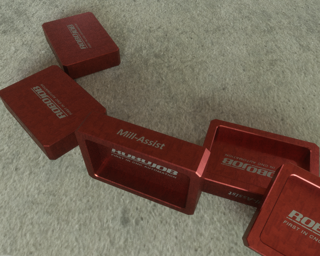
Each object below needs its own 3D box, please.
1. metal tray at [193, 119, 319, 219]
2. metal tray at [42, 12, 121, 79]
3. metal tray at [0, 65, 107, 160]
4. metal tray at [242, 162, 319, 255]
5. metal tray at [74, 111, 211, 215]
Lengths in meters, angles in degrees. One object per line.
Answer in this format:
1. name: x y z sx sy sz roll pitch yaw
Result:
1. metal tray: 0.113 0.045 0.363 0.131 0.030 0.090 15 51 11
2. metal tray: -0.133 -0.141 0.517 0.091 0.030 0.130 -22 54 -18
3. metal tray: -0.144 -0.027 0.421 0.091 0.030 0.130 -35 59 -26
4. metal tray: 0.156 0.102 0.289 0.130 0.030 0.090 28 76 15
5. metal tray: -0.019 0.039 0.328 0.130 0.089 0.030 18 52 14
